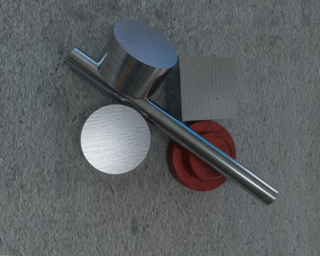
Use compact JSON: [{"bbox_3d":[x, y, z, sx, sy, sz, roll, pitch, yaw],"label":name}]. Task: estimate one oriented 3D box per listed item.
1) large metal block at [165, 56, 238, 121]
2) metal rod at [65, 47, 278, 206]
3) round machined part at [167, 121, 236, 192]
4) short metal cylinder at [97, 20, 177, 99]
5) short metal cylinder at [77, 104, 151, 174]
[{"bbox_3d":[0.055,-0.051,0.415,0.081,0.050,0.079,-3,91,-20],"label":"large metal block"},{"bbox_3d":[0.017,0.000,0.381,0.301,0.025,0.025,35,78,-3],"label":"metal rod"},{"bbox_3d":[0.063,0.038,0.424,0.099,0.042,0.097,0,90,-20],"label":"round machined part"},{"bbox_3d":[-0.027,-0.081,0.367,0.080,0.050,0.080,21,43,-21],"label":"short metal cylinder"},{"bbox_3d":[-0.058,0.013,0.377,0.081,0.050,0.080,0,90,-20],"label":"short metal cylinder"}]
